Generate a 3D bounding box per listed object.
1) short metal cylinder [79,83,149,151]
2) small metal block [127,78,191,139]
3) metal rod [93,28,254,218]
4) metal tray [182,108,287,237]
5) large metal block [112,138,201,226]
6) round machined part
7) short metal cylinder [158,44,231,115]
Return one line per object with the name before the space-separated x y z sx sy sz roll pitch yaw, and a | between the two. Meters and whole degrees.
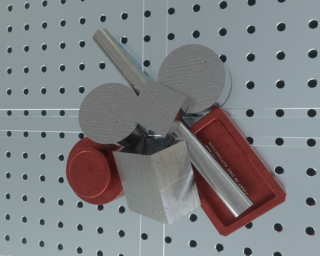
short metal cylinder | -0.057 -0.012 0.404 0.080 0.050 0.080 -3 73 10
small metal block | -0.001 -0.021 0.353 0.050 0.025 0.050 28 91 18
metal rod | 0.003 -0.022 0.381 0.025 0.025 0.300 -45 67 14
metal tray | 0.077 0.052 0.379 0.090 0.030 0.130 -38 78 16
large metal block | -0.005 0.059 0.369 0.080 0.050 0.080 -1 107 53
round machined part | -0.090 0.059 0.430 0.098 0.042 0.097 0 90 19
short metal cylinder | 0.044 -0.057 0.380 0.080 0.050 0.079 0 90 20
